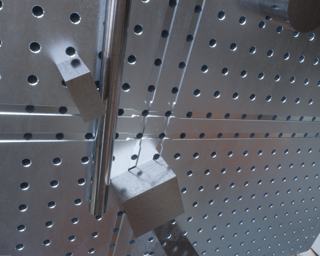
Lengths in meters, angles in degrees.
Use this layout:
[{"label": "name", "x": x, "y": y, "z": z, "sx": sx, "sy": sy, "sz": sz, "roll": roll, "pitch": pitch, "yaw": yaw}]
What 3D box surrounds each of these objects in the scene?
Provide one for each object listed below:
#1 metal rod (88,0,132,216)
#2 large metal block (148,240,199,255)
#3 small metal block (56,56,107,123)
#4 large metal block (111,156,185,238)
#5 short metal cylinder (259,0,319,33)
[{"label": "metal rod", "x": -0.063, "y": -0.016, "z": 0.367, "sx": 0.025, "sy": 0.025, "sz": 0.298, "roll": -4, "pitch": 120, "yaw": -27}, {"label": "large metal block", "x": 0.032, "y": 0.250, "z": 0.550, "sx": 0.080, "sy": 0.080, "sz": 0.050, "roll": 20, "pitch": 108, "yaw": -36}, {"label": "small metal block", "x": -0.082, "y": -0.041, "z": 0.325, "sx": 0.025, "sy": 0.050, "sz": 0.050, "roll": -26, "pitch": 128, "yaw": -13}, {"label": "large metal block", "x": -0.017, "y": 0.100, "z": 0.449, "sx": 0.081, "sy": 0.050, "sz": 0.080, "roll": -24, "pitch": 128, "yaw": -14}, {"label": "short metal cylinder", "x": 0.174, "y": -0.166, "z": 0.390, "sx": 0.081, "sy": 0.050, "sz": 0.079, "roll": -14, "pitch": 125, "yaw": -21}]
